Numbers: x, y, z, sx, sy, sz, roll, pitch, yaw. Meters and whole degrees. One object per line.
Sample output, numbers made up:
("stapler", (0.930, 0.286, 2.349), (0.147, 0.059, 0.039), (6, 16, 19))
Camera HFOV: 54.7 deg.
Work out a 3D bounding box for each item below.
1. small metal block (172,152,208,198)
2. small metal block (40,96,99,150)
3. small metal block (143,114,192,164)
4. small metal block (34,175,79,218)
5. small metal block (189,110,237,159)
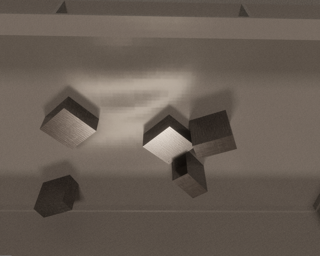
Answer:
("small metal block", (0.042, 0.065, 0.449), (0.025, 0.050, 0.050), (-31, 124, 23))
("small metal block", (-0.117, -0.005, 0.403), (0.050, 0.025, 0.050), (-35, 123, 25))
("small metal block", (0.012, 0.017, 0.424), (0.050, 0.025, 0.050), (37, 121, -28))
("small metal block", (-0.160, 0.105, 0.480), (0.050, 0.050, 0.025), (-18, 128, 14))
("small metal block", (0.067, 0.008, 0.401), (0.050, 0.050, 0.025), (-17, 128, 13))
